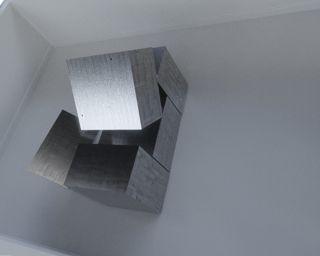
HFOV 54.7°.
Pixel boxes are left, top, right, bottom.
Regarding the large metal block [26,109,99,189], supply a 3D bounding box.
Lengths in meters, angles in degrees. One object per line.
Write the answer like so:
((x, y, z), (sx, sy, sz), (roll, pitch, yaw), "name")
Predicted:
((-0.121, 0.032, 0.400), (0.050, 0.080, 0.080), (28, 72, -8), "large metal block")

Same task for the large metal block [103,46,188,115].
((-0.018, -0.057, 0.411), (0.080, 0.080, 0.050), (-1, 61, 27), "large metal block")

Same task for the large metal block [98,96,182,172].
((-0.025, 0.008, 0.397), (0.080, 0.050, 0.080), (-1, 61, 27), "large metal block")

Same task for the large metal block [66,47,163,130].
((-0.049, -0.043, 0.347), (0.080, 0.079, 0.050), (-1, 17, 27), "large metal block")

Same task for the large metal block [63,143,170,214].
((-0.046, 0.058, 0.354), (0.080, 0.080, 0.050), (0, 62, 28), "large metal block")
